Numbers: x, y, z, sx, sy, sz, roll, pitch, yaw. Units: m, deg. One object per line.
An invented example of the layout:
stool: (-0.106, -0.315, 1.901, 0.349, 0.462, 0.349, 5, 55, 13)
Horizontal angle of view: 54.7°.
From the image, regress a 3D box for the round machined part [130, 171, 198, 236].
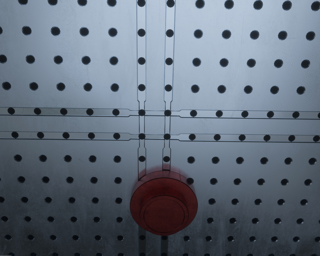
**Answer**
round machined part: (0.006, 0.115, 0.447, 0.099, 0.042, 0.097, 0, 110, -1)
